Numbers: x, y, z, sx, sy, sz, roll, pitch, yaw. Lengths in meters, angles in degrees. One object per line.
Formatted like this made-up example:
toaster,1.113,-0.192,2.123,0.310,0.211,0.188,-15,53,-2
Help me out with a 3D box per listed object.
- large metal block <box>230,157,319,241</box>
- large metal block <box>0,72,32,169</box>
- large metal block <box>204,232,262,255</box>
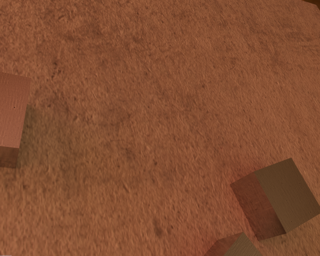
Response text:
large metal block,0.155,0.094,0.416,0.081,0.050,0.080,-12,68,-33
large metal block,-0.176,-0.011,0.300,0.081,0.050,0.080,10,58,-23
large metal block,0.078,0.172,0.326,0.081,0.050,0.080,-32,80,-38
